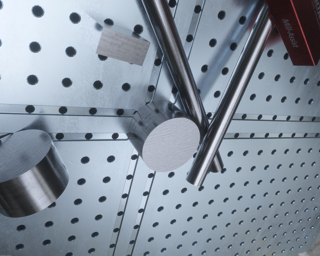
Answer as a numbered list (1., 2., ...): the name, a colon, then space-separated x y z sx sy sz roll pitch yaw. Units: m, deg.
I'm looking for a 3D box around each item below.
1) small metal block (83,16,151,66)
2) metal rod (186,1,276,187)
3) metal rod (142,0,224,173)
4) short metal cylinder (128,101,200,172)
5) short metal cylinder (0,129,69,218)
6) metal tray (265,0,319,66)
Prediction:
1. small metal block: -0.045 -0.089 0.316 0.050 0.050 0.025 9 114 -33
2. metal rod: 0.103 -0.058 0.411 0.025 0.025 0.298 14 105 -34
3. metal rod: 0.039 -0.042 0.408 0.025 0.025 0.299 -32 129 -8
4. short metal cylinder: 0.005 0.011 0.406 0.081 0.050 0.079 -14 125 -21
5. short metal cylinder: -0.144 0.046 0.326 0.081 0.080 0.050 -24 127 -14
6. metal tray: 0.184 -0.153 0.394 0.130 0.030 0.090 44 69 -40
